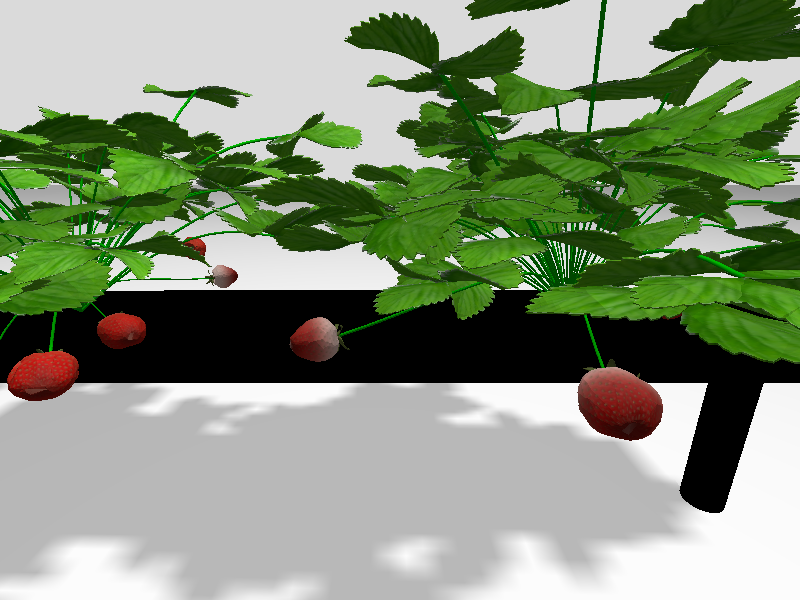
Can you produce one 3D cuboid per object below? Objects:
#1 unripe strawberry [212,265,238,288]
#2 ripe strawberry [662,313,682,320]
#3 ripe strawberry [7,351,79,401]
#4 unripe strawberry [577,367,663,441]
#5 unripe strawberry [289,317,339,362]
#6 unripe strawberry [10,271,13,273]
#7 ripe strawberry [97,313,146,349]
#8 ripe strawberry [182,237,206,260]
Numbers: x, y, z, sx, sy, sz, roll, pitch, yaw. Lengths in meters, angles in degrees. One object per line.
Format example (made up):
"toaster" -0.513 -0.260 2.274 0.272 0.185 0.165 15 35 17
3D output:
"unripe strawberry" -0.194 -0.027 0.446 0.027 0.026 0.025 -14 22 -38
"ripe strawberry" 0.241 0.001 0.351 0.034 0.033 0.032 4 18 10
"ripe strawberry" -0.197 0.043 0.221 0.031 0.028 0.028 -11 22 -31
"unripe strawberry" 0.105 0.050 0.191 0.037 0.032 0.037 5 19 14
"unripe strawberry" -0.058 0.028 0.271 0.032 0.031 0.030 -9 20 -24
"unripe strawberry" -0.421 -0.027 0.447 0.026 0.022 0.026 -3 13 36
"ripe strawberry" -0.199 0.022 0.289 0.030 0.025 0.030 15 23 38
"ripe strawberry" -0.302 -0.077 0.591 0.033 0.035 0.036 0 17 -2
